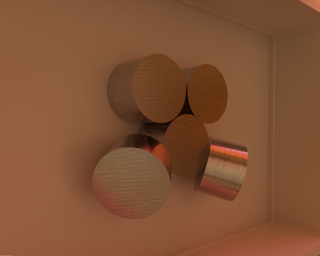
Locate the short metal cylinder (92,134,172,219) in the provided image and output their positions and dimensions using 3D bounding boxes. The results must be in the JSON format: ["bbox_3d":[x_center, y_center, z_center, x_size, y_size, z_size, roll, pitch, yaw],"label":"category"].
[{"bbox_3d":[-0.028,0.051,0.340,0.050,0.080,0.080,-76,151,-75],"label":"short metal cylinder"}]

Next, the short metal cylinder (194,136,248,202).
[{"bbox_3d":[0.083,0.057,0.433,0.050,0.080,0.080,16,77,1],"label":"short metal cylinder"}]

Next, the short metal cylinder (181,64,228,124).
[{"bbox_3d":[0.049,-0.046,0.432,0.081,0.050,0.079,0,90,-40],"label":"short metal cylinder"}]

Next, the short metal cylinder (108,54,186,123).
[{"bbox_3d":[-0.015,-0.046,0.376,0.081,0.050,0.079,0,90,-40],"label":"short metal cylinder"}]

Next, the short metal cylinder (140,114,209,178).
[{"bbox_3d":[0.018,0.022,0.403,0.081,0.050,0.079,0,90,-40],"label":"short metal cylinder"}]
